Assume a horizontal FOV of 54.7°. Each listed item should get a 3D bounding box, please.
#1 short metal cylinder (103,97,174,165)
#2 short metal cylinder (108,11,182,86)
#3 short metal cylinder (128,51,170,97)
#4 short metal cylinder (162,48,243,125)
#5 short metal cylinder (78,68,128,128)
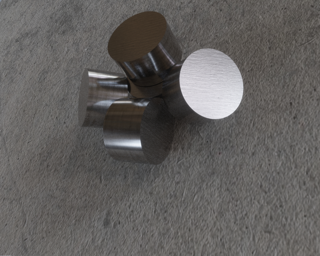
[{"bbox_3d":[-0.024,0.003,0.378,0.050,0.080,0.080,2,63,29],"label":"short metal cylinder"},{"bbox_3d":[-0.018,-0.100,0.394,0.080,0.050,0.080,-13,56,20],"label":"short metal cylinder"},{"bbox_3d":[0.001,-0.060,0.425,0.080,0.050,0.080,-13,56,20],"label":"short metal cylinder"},{"bbox_3d":[0.049,-0.046,0.364,0.080,0.080,0.050,-62,16,-16],"label":"short metal cylinder"},{"bbox_3d":[-0.081,-0.039,0.428,0.080,0.050,0.079,-174,90,-67],"label":"short metal cylinder"}]
